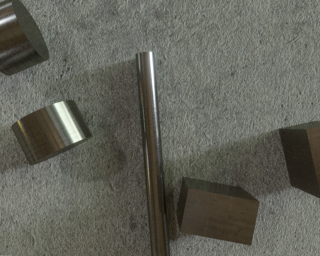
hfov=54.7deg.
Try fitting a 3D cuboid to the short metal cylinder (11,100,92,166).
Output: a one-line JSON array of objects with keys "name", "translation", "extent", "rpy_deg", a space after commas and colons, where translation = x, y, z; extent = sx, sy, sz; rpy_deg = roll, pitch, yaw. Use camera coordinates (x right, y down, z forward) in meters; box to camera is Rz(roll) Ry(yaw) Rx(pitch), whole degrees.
[{"name": "short metal cylinder", "translation": [-0.131, 0.006, 0.381], "extent": [0.080, 0.080, 0.050], "rpy_deg": [-27, 90, 0]}]

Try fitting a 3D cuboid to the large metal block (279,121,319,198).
[{"name": "large metal block", "translation": [0.196, 0.035, 0.384], "extent": [0.050, 0.080, 0.080], "rpy_deg": [-12, 90, 0]}]

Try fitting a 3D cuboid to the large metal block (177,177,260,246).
[{"name": "large metal block", "translation": [0.066, 0.098, 0.383], "extent": [0.080, 0.080, 0.050], "rpy_deg": [11, 90, 0]}]

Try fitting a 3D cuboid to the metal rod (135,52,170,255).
[{"name": "metal rod", "translation": [-0.008, 0.051, 0.409], "extent": [0.025, 0.025, 0.298], "rpy_deg": [-5, 90, 0]}]

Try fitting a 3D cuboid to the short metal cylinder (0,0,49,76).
[{"name": "short metal cylinder", "translation": [-0.181, -0.111, 0.381], "extent": [0.050, 0.080, 0.080], "rpy_deg": [-23, 90, 0]}]
